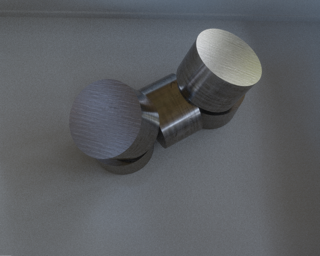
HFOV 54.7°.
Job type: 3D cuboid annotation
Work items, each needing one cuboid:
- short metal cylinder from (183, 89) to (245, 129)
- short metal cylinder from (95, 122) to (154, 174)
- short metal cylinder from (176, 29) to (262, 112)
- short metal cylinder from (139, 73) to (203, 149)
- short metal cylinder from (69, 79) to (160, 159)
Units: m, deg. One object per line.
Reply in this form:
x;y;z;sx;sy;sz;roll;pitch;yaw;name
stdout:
0.068;-0.044;0.412;0.081;0.050;0.080;0;70;0;short metal cylinder
-0.048;0.014;0.389;0.081;0.050;0.080;0;70;0;short metal cylinder
0.066;-0.065;0.350;0.081;0.050;0.080;12;55;-18;short metal cylinder
0.010;-0.021;0.386;0.050;0.080;0.080;-28;73;-10;short metal cylinder
-0.047;-0.007;0.328;0.080;0.050;0.080;-2;83;19;short metal cylinder
